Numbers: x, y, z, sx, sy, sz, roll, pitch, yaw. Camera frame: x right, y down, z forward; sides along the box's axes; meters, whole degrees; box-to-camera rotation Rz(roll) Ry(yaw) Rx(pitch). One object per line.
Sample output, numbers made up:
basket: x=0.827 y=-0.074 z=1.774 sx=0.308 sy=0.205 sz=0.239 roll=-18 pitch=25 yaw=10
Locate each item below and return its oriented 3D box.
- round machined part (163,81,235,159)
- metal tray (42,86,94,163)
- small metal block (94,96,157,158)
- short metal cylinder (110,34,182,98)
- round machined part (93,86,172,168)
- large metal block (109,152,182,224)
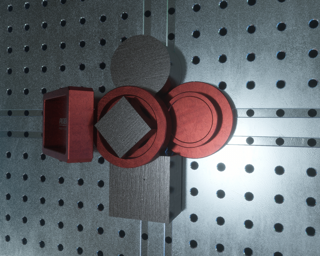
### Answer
round machined part: x=0.042 y=-0.010 z=0.387 sx=0.098 sy=0.042 sz=0.097 roll=0 pitch=90 yaw=20
metal tray: x=-0.127 y=-0.005 z=0.416 sx=0.130 sy=0.030 sz=0.089 roll=2 pitch=91 yaw=57
small metal block: x=-0.039 y=-0.001 z=0.360 sx=0.050 sy=0.025 sz=0.050 roll=-43 pitch=77 yaw=15
short metal cylinder: x=-0.017 y=-0.075 z=0.405 sx=0.080 sy=0.050 sz=0.080 roll=0 pitch=90 yaw=20
round machined part: x=-0.032 y=-0.001 z=0.384 sx=0.098 sy=0.042 sz=0.097 roll=0 pitch=90 yaw=20
large metal block: x=-0.018 y=0.073 z=0.402 sx=0.080 sy=0.050 sz=0.080 roll=1 pitch=90 yaw=20
